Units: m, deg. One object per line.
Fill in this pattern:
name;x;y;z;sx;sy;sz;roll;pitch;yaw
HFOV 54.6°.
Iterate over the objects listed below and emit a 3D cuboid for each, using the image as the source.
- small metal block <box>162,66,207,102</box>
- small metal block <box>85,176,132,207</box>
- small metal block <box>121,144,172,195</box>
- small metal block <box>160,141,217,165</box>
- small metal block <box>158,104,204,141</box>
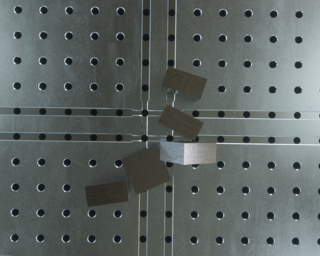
small metal block;0.030;-0.056;0.401;0.050;0.050;0.025;18;90;0
small metal block;-0.064;0.080;0.401;0.050;0.050;0.025;-8;90;0
small metal block;-0.018;0.054;0.413;0.050;0.025;0.050;-23;90;-1
small metal block;0.035;0.030;0.391;0.050;0.050;0.025;1;90;-33
small metal block;0.025;-0.007;0.401;0.050;0.050;0.025;26;90;0
